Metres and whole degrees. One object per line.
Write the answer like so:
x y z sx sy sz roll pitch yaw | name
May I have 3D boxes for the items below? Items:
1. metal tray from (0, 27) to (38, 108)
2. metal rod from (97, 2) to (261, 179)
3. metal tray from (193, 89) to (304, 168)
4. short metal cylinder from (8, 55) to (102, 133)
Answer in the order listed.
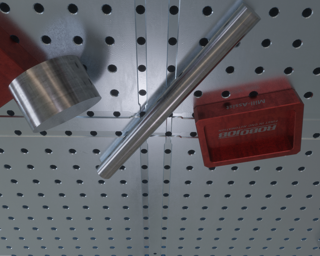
-0.216 -0.061 0.354 0.130 0.030 0.090 -28 125 21 | metal tray
0.005 -0.026 0.389 0.025 0.025 0.299 29 124 -23 | metal rod
0.117 0.004 0.412 0.131 0.030 0.090 -10 130 8 | metal tray
-0.111 -0.036 0.335 0.080 0.080 0.050 -29 91 22 | short metal cylinder
